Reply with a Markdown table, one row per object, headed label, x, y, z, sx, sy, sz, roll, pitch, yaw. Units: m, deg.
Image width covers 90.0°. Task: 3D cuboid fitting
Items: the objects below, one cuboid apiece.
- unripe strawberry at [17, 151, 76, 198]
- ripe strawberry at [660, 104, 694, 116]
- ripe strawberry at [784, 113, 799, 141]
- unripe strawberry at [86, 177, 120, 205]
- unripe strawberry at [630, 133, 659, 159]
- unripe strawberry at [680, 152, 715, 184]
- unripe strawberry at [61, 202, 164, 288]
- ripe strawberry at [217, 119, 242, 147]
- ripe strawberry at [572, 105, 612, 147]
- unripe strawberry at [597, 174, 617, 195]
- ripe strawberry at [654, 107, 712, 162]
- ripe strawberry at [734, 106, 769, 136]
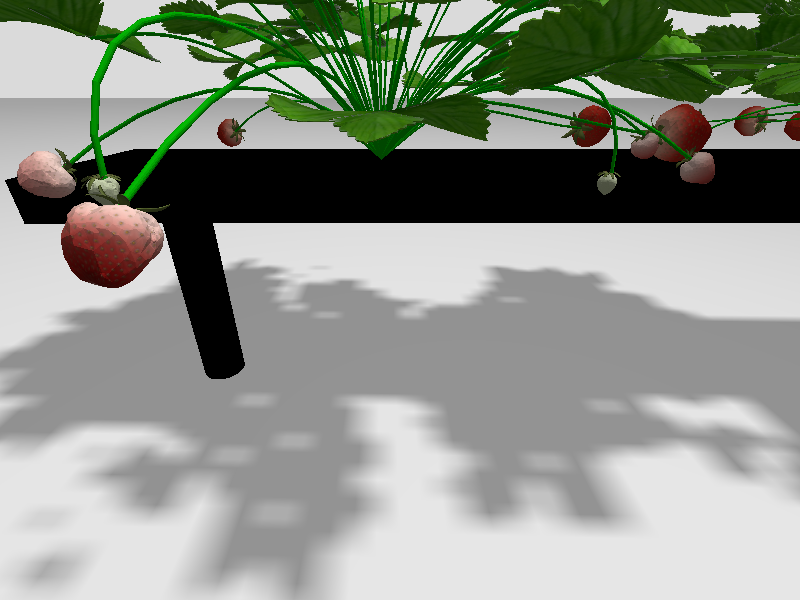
| label | x | y | z | sx | sy | sz | roll | pitch | yaw |
| --- | --- | --- | --- | --- | --- | --- | --- | --- | --- |
| unripe strawberry | -0.186 | -0.065 | 0.209 | 0.022 | 0.023 | 0.021 | -35 | 41 | -23 |
| ripe strawberry | 0.324 | -0.210 | 0.471 | 0.035 | 0.037 | 0.038 | -18 | 32 | -30 |
| ripe strawberry | 0.452 | -0.197 | 0.452 | 0.029 | 0.031 | 0.031 | 3 | 28 | 6 |
| unripe strawberry | -0.105 | -0.038 | 0.142 | 0.011 | 0.010 | 0.010 | 12 | 30 | 21 |
| unripe strawberry | 0.199 | -0.124 | 0.324 | 0.020 | 0.019 | 0.018 | -27 | 24 | 15 |
| unripe strawberry | 0.184 | -0.080 | 0.245 | 0.019 | 0.019 | 0.018 | -49 | -3 | 37 |
| unripe strawberry | -0.085 | -0.016 | 0.118 | 0.027 | 0.024 | 0.024 | 8 | -13 | 14 |
| ripe strawberry | -0.167 | -0.163 | 0.392 | 0.024 | 0.025 | 0.022 | 0 | 25 | 29 |
| ripe strawberry | 0.187 | -0.167 | 0.387 | 0.035 | 0.037 | 0.033 | -9 | 29 | -17 |
| unripe strawberry | 0.113 | -0.063 | 0.218 | 0.011 | 0.011 | 0.010 | -25 | 37 | -38 |
| ripe strawberry | 0.230 | -0.135 | 0.326 | 0.042 | 0.041 | 0.039 | 0 | 28 | 0 |
| ripe strawberry | 0.428 | -0.219 | 0.492 | 0.032 | 0.034 | 0.035 | -1 | 28 | -2 |
